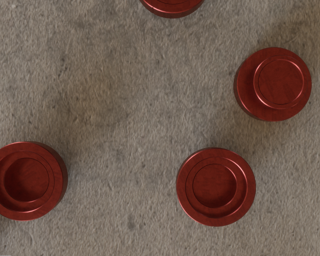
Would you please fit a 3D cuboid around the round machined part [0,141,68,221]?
[{"bbox_3d":[-0.168,0.065,0.399,0.099,0.042,0.097,0,90,-1],"label":"round machined part"}]

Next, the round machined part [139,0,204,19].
[{"bbox_3d":[0.016,-0.190,0.402,0.099,0.042,0.097,0,90,-1],"label":"round machined part"}]

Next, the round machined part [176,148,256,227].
[{"bbox_3d":[0.070,0.073,0.403,0.099,0.042,0.097,0,90,-1],"label":"round machined part"}]

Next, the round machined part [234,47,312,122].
[{"bbox_3d":[0.150,-0.057,0.403,0.099,0.042,0.097,0,90,-1],"label":"round machined part"}]
